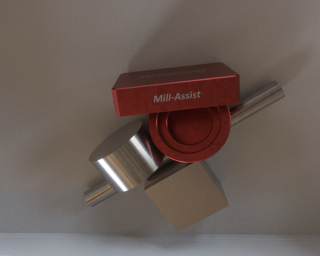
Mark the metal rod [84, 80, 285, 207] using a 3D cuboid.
[{"bbox_3d":[0.025,0.026,0.420,0.300,0.025,0.025,-31,108,10],"label":"metal rod"}]

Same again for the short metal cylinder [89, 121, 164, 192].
[{"bbox_3d":[-0.042,0.035,0.393,0.080,0.080,0.050,-32,107,10],"label":"short metal cylinder"}]

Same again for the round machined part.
[{"bbox_3d":[0.038,-0.006,0.384,0.098,0.042,0.097,-1,85,14],"label":"round machined part"}]

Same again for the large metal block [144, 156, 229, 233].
[{"bbox_3d":[0.035,0.082,0.426,0.080,0.050,0.080,-31,108,10],"label":"large metal block"}]

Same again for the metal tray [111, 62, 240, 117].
[{"bbox_3d":[0.017,-0.047,0.357,0.131,0.090,0.030,-6,110,1],"label":"metal tray"}]
